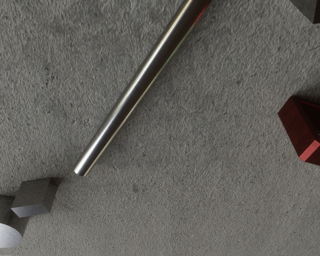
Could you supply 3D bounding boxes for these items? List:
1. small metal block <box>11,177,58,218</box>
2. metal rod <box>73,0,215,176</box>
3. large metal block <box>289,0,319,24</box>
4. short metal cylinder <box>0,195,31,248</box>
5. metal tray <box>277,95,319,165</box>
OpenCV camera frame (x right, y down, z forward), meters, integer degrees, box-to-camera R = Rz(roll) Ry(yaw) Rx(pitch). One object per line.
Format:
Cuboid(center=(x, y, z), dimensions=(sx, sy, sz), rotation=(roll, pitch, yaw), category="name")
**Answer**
Cuboid(center=(-0.193, 0.107, 0.479), dimensions=(0.050, 0.050, 0.025), rotation=(-10, 129, 8), category="small metal block")
Cuboid(center=(-0.036, -0.036, 0.376), dimensions=(0.025, 0.025, 0.298), rotation=(26, 125, -21), category="metal rod")
Cuboid(center=(0.159, -0.133, 0.260), dimensions=(0.080, 0.080, 0.050), rotation=(-7, 130, 5), category="large metal block")
Cuboid(center=(-0.266, 0.159, 0.522), dimensions=(0.081, 0.050, 0.079), rotation=(0, 130, 0), category="short metal cylinder")
Cuboid(center=(0.219, 0.013, 0.378), dimensions=(0.131, 0.090, 0.030), rotation=(15, 128, -13), category="metal tray")
